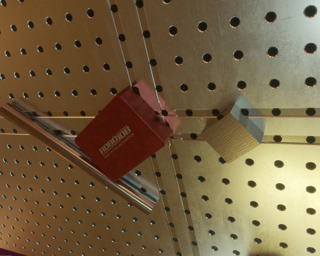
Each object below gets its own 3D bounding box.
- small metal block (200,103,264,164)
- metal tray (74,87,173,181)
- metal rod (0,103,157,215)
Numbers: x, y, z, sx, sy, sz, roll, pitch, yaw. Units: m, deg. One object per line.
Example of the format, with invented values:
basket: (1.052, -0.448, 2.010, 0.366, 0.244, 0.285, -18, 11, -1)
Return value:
small metal block: (0.086, 0.007, 0.370, 0.050, 0.025, 0.050, 46, 129, -4)
metal tray: (-0.056, 0.013, 0.444, 0.090, 0.030, 0.129, 47, 129, -5)
metal rod: (-0.138, 0.048, 0.511, 0.301, 0.025, 0.025, 33, 129, 6)
